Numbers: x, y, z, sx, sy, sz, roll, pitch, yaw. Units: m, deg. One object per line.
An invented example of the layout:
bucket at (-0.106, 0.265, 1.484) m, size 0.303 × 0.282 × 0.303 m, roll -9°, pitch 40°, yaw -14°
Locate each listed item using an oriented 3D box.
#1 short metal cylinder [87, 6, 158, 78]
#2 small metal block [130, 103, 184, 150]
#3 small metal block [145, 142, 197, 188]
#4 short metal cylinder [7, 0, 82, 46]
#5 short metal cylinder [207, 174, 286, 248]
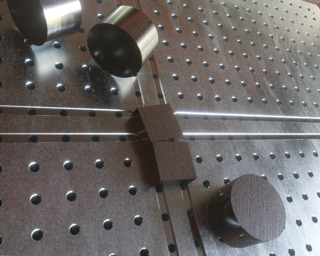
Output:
short metal cylinder at (-0.049, -0.115, 0.416) m, size 0.080 × 0.080 × 0.050 m, roll 35°, pitch 51°, yaw -5°
small metal block at (-0.004, -0.002, 0.407) m, size 0.050 × 0.025 × 0.050 m, roll -10°, pitch 67°, yaw -32°
small metal block at (0.013, 0.045, 0.388) m, size 0.050 × 0.025 × 0.050 m, roll 1°, pitch 61°, yaw -28°
short metal cylinder at (-0.144, -0.149, 0.386) m, size 0.080 × 0.080 × 0.050 m, roll 49°, pitch 51°, yaw 6°
short metal cylinder at (0.107, 0.104, 0.386) m, size 0.081 × 0.050 × 0.080 m, roll 14°, pitch 56°, yaw -21°
